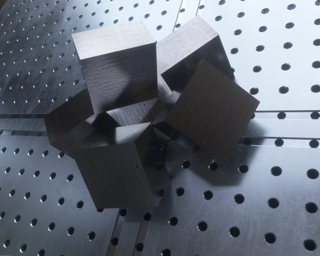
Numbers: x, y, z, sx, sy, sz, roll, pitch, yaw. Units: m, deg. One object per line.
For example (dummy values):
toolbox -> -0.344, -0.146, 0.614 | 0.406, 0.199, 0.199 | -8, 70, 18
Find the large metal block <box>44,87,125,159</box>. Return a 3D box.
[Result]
large metal block -> -0.095, 0.000, 0.423 | 0.080, 0.080, 0.050 | -33, 52, 6

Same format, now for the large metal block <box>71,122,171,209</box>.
large metal block -> -0.042, 0.045, 0.360 | 0.080, 0.080, 0.050 | -8, 22, 24

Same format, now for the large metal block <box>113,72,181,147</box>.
large metal block -> -0.014, -0.021, 0.415 | 0.080, 0.050, 0.080 | -34, 51, 6

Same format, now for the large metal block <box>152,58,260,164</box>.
large metal block -> 0.050, -0.016, 0.348 | 0.080, 0.080, 0.050 | -58, 12, -13

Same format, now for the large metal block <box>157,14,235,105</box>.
large metal block -> 0.041, -0.083, 0.403 | 0.080, 0.080, 0.050 | -34, 52, 6

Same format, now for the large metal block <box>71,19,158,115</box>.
large metal block -> -0.050, -0.070, 0.362 | 0.081, 0.080, 0.050 | -17, 51, -13
